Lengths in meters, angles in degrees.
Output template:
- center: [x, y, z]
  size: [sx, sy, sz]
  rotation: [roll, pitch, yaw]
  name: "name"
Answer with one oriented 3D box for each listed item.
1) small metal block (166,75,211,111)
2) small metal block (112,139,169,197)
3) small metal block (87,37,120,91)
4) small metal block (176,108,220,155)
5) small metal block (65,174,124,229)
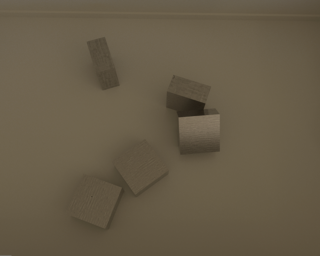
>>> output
- center: [0.037, -0.040, 0.411]
  size: [0.050, 0.050, 0.025]
  rotation: [18, 71, 6]
  name: "small metal block"
- center: [-0.024, 0.051, 0.391]
  size: [0.050, 0.025, 0.050]
  rotation: [-35, 74, -12]
  name: "small metal block"
- center: [-0.078, -0.088, 0.428]
  size: [0.025, 0.050, 0.050]
  rotation: [-18, 71, -6]
  name: "small metal block"
- center: [0.048, 0.004, 0.394]
  size: [0.050, 0.025, 0.050]
  rotation: [-5, 110, -2]
  name: "small metal block"
- center: [-0.078, 0.089, 0.376]
  size: [0.050, 0.025, 0.050]
  rotation: [19, 71, 6]
  name: "small metal block"
